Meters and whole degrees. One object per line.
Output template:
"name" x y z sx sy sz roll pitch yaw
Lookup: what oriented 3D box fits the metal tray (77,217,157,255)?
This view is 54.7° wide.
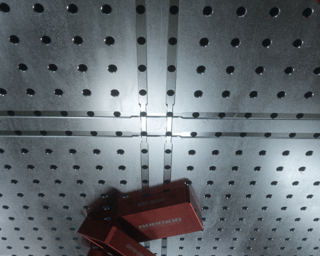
"metal tray" -0.075 0.212 0.560 0.090 0.030 0.130 -2 139 44

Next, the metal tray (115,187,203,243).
"metal tray" 0.000 0.155 0.540 0.130 0.030 0.090 -15 129 12

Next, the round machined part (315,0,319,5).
"round machined part" 0.178 -0.152 0.272 0.099 0.042 0.097 0 131 0

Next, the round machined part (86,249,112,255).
"round machined part" -0.119 0.276 0.620 0.098 0.042 0.098 14 146 10
